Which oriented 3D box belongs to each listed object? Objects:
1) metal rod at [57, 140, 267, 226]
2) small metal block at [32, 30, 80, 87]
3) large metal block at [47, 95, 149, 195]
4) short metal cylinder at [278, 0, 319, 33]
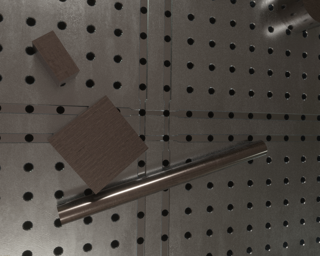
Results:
[{"bbox_3d":[0.017,0.067,0.420,0.302,0.025,0.025,-15,96,-20],"label":"metal rod"},{"bbox_3d":[-0.120,-0.077,0.355,0.025,0.050,0.050,-36,102,-17],"label":"small metal block"},{"bbox_3d":[-0.075,0.018,0.372,0.080,0.050,0.080,-41,103,-16],"label":"large metal block"},{"bbox_3d":[0.236,-0.197,0.488,0.081,0.050,0.079,0,90,-21],"label":"short metal cylinder"}]
